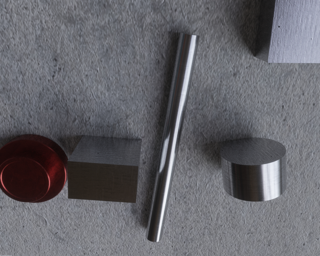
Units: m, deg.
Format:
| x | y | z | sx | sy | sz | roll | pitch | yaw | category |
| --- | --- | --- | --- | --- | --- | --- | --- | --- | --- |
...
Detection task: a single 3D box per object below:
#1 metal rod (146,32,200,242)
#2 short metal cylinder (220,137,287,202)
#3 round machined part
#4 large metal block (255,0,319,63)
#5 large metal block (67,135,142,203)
| x | y | z | sx | sy | sz | roll | pitch | yaw | category |
| --- | --- | --- | --- | --- | --- | --- | --- | --- | --- |
| 0.013 | 0.026 | 0.419 | 0.025 | 0.025 | 0.298 | 8 | 110 | -4 | metal rod |
| 0.121 | 0.051 | 0.401 | 0.080 | 0.080 | 0.050 | -8 | 110 | 2 | short metal cylinder |
| -0.178 | 0.061 | 0.421 | 0.099 | 0.042 | 0.097 | 0 | 110 | -1 | round machined part |
| 0.160 | -0.118 | 0.355 | 0.081 | 0.050 | 0.079 | 0 | 110 | -1 | large metal block |
| -0.067 | 0.050 | 0.398 | 0.081 | 0.080 | 0.050 | 5 | 110 | -2 | large metal block |
